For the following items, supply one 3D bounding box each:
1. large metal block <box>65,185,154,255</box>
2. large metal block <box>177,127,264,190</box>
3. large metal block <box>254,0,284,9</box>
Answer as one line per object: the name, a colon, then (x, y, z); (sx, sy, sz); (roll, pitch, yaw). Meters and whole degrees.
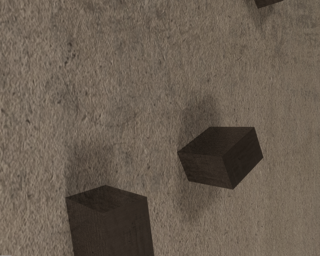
large metal block: (-0.053, 0.111, 0.326); (0.050, 0.080, 0.079); (-12, 98, -40)
large metal block: (0.087, 0.039, 0.444); (0.081, 0.080, 0.050); (-34, 112, -35)
large metal block: (0.200, -0.278, 0.559); (0.080, 0.050, 0.080); (-51, 120, -28)
